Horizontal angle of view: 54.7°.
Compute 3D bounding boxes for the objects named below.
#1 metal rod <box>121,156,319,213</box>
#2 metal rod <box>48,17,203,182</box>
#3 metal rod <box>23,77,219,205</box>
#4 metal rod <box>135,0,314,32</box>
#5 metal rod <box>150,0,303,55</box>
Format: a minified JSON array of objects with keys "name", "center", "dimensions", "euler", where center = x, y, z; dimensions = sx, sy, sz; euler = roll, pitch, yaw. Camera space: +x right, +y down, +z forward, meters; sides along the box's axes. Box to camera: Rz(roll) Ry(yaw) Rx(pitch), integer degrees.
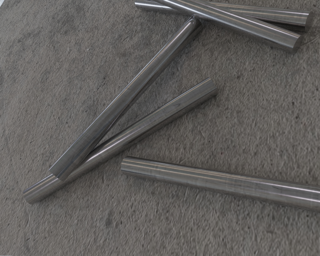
[{"name":"metal rod","center":[0.087,0.060,0.321],"dimensions":[0.300,0.025,0.025],"euler":[5,64,30]},{"name":"metal rod","center":[-0.039,-0.049,0.435],"dimensions":[0.025,0.025,0.300],"euler":[29,71,37]},{"name":"metal rod","center":[-0.058,0.021,0.421],"dimensions":[0.300,0.025,0.025],"euler":[-31,52,8]},{"name":"metal rod","center":[0.075,-0.181,0.475],"dimensions":[0.300,0.025,0.025],"euler":[23,74,36]},{"name":"metal rod","center":[0.061,-0.173,0.454],"dimensions":[0.300,0.025,0.025],"euler":[34,81,30]}]
